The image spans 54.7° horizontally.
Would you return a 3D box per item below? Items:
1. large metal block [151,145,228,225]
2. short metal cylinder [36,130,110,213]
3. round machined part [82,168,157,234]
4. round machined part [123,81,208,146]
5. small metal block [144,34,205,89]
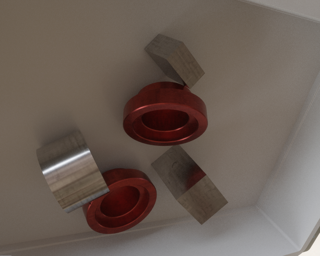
[{"bbox_3d":[0.042,0.080,0.448,0.050,0.080,0.080,-40,130,-1],"label":"large metal block"},{"bbox_3d":[-0.097,0.048,0.351,0.050,0.080,0.080,-26,128,-13],"label":"short metal cylinder"},{"bbox_3d":[-0.058,0.094,0.424,0.099,0.042,0.097,-16,128,-21],"label":"round machined part"},{"bbox_3d":[0.006,-0.019,0.371,0.099,0.042,0.098,-1,150,0],"label":"round machined part"},{"bbox_3d":[0.017,-0.077,0.354,0.025,0.050,0.050,-48,130,-2],"label":"small metal block"}]
